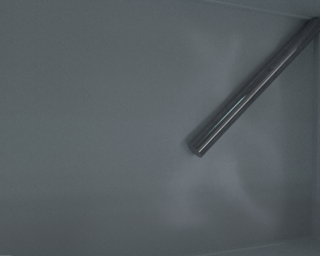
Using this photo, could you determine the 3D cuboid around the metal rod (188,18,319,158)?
[{"bbox_3d":[0.153,-0.069,0.468,0.301,0.025,0.025,-44,104,-15],"label":"metal rod"}]
